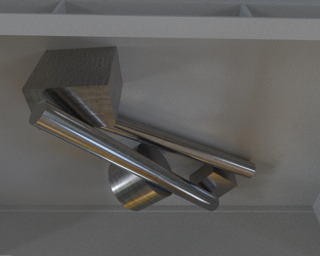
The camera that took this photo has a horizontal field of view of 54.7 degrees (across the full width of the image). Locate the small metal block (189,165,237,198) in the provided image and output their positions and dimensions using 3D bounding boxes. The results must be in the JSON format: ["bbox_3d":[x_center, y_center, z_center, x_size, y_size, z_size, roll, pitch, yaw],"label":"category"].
[{"bbox_3d":[0.082,0.082,0.479,0.050,0.025,0.050,31,123,-24],"label":"small metal block"}]

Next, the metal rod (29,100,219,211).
[{"bbox_3d":[-0.015,0.050,0.373,0.025,0.025,0.301,-33,136,24],"label":"metal rod"}]

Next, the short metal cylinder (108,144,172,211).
[{"bbox_3d":[-0.024,0.067,0.427,0.050,0.080,0.080,-33,123,24],"label":"short metal cylinder"}]

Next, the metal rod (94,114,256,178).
[{"bbox_3d":[-0.001,0.015,0.420,0.302,0.025,0.025,19,127,-17],"label":"metal rod"}]

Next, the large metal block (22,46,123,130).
[{"bbox_3d":[-0.087,-0.045,0.333,0.080,0.080,0.050,-3,130,2],"label":"large metal block"}]
